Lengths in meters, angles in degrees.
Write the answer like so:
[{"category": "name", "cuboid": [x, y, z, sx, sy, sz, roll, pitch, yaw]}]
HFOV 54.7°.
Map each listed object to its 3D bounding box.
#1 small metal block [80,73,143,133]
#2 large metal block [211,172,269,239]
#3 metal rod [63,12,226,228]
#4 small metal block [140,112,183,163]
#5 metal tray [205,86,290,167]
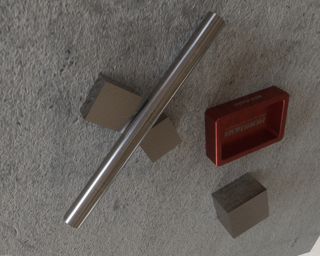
[{"category": "small metal block", "cuboid": [-0.057, -0.028, 0.360, 0.050, 0.025, 0.050, 22, 107, -36]}, {"category": "large metal block", "cuboid": [0.147, 0.140, 0.561, 0.080, 0.050, 0.080, -28, 128, -11]}, {"category": "metal rod", "cuboid": [-0.020, -0.007, 0.372, 0.025, 0.025, 0.299, 34, 93, -39]}, {"category": "small metal block", "cuboid": [-0.005, 0.011, 0.412, 0.050, 0.025, 0.050, -36, 130, -5]}, {"category": "metal tray", "cuboid": [0.133, -0.003, 0.476, 0.131, 0.030, 0.089, -20, 126, -17]}]
